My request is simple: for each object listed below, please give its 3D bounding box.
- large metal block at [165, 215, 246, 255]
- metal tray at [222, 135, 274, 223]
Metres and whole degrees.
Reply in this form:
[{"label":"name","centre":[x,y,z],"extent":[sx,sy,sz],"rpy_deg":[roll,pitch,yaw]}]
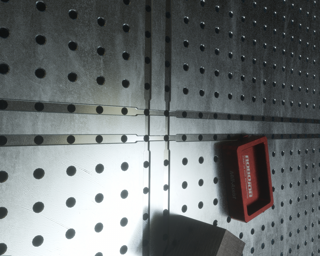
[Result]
[{"label":"large metal block","centre":[0.057,0.175,0.421],"extent":[0.050,0.080,0.080],"rpy_deg":[42,65,-32]},{"label":"metal tray","centre":[0.154,0.084,0.534],"extent":[0.091,0.030,0.129],"rpy_deg":[-14,99,-39]}]
